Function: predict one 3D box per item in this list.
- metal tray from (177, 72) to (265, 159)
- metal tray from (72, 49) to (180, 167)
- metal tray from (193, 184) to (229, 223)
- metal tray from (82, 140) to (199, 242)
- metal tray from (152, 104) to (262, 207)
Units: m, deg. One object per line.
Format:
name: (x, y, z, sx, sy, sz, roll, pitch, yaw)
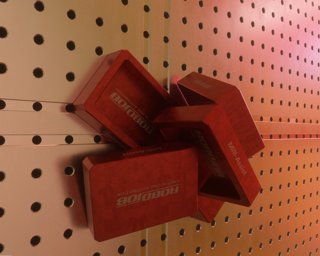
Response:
metal tray: (0.075, -0.021, 0.406, 0.030, 0.130, 0.090, -33, 114, -5)
metal tray: (-0.030, -0.020, 0.382, 0.130, 0.030, 0.090, 43, 64, -32)
metal tray: (0.079, 0.065, 0.473, 0.130, 0.030, 0.090, -49, 119, -29)
metal tray: (-0.018, 0.070, 0.361, 0.131, 0.030, 0.089, -8, 106, -25)
metal tray: (0.057, 0.034, 0.377, 0.030, 0.090, 0.130, -46, 118, -30)
